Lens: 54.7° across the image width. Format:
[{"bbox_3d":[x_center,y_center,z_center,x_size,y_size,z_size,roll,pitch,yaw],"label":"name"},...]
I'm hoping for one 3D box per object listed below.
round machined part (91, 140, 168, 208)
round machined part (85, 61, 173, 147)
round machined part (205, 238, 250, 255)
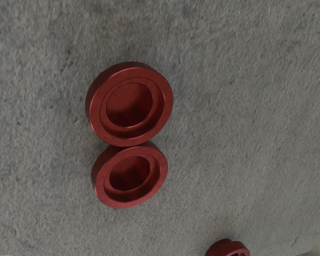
[{"bbox_3d":[-0.043,0.054,0.408,0.099,0.042,0.097,-14,125,-21],"label":"round machined part"},{"bbox_3d":[-0.038,-0.030,0.358,0.099,0.042,0.097,-14,125,-21],"label":"round machined part"},{"bbox_3d":[0.132,0.268,0.637,0.099,0.042,0.097,-14,125,-21],"label":"round machined part"}]
